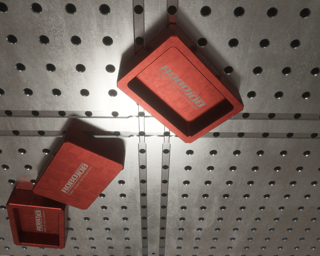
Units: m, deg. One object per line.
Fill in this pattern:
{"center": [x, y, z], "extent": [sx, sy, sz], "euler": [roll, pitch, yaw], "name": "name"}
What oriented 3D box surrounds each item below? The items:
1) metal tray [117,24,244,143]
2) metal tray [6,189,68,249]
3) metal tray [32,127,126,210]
{"center": [0.026, -0.046, 0.369], "extent": [0.090, 0.030, 0.130], "euler": [-36, 122, 26], "name": "metal tray"}
{"center": [-0.211, 0.163, 0.544], "extent": [0.091, 0.030, 0.129], "euler": [8, 130, -8], "name": "metal tray"}
{"center": [-0.122, 0.066, 0.463], "extent": [0.090, 0.030, 0.129], "euler": [27, 125, -22], "name": "metal tray"}
